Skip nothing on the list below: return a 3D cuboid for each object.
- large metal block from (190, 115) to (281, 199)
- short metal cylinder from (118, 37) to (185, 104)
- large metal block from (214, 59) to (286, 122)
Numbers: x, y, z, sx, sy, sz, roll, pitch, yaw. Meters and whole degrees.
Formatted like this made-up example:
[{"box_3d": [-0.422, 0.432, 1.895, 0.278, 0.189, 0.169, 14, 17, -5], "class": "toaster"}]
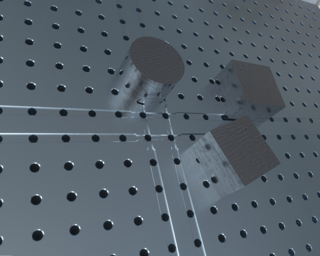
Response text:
[{"box_3d": [0.103, 0.037, 0.424, 0.081, 0.050, 0.080, -20, 73, -36], "class": "large metal block"}, {"box_3d": [-0.013, -0.080, 0.434, 0.081, 0.050, 0.080, 14, 56, -21], "class": "short metal cylinder"}, {"box_3d": [0.145, -0.059, 0.506, 0.081, 0.050, 0.080, 4, 60, -27], "class": "large metal block"}]
